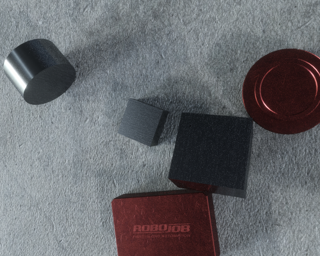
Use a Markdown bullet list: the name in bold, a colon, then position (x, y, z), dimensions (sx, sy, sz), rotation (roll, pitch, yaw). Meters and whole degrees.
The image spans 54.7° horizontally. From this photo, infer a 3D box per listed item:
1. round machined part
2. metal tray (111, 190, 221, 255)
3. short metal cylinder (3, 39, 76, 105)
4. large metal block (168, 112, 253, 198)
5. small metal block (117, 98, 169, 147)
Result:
- **round machined part**: position (0.143, -0.041, 0.349), dimensions (0.098, 0.042, 0.097), rotation (0, 90, 19)
- **metal tray**: position (0.006, 0.129, 0.403), dimensions (0.130, 0.030, 0.089), rotation (-8, 87, 19)
- **short metal cylinder**: position (-0.168, -0.078, 0.437), dimensions (0.080, 0.080, 0.050), rotation (-44, 77, 14)
- **large metal block**: position (0.062, 0.031, 0.359), dimensions (0.080, 0.050, 0.080), rotation (6, 69, 19)
- **small metal block**: position (-0.022, -0.008, 0.416), dimensions (0.050, 0.025, 0.050), rotation (22, 97, 18)
